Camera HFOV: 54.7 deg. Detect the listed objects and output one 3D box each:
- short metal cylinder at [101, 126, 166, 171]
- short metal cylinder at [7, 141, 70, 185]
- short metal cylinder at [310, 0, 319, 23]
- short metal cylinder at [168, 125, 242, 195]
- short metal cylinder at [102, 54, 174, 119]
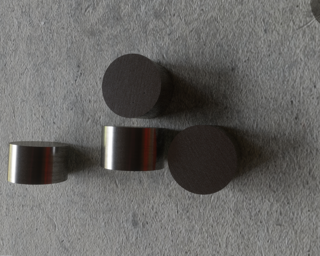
[{"bbox_3d":[-0.034,0.023,0.392,0.080,0.080,0.050,3,91,20],"label":"short metal cylinder"},{"bbox_3d":[-0.172,0.047,0.440,0.080,0.080,0.050,4,92,20],"label":"short metal cylinder"},{"bbox_3d":[0.204,-0.146,0.323,0.080,0.050,0.080,0,90,20],"label":"short metal cylinder"},{"bbox_3d":[0.055,0.036,0.376,0.080,0.050,0.080,0,90,20],"label":"short metal cylinder"},{"bbox_3d":[-0.028,-0.052,0.405,0.080,0.050,0.080,0,90,20],"label":"short metal cylinder"}]
